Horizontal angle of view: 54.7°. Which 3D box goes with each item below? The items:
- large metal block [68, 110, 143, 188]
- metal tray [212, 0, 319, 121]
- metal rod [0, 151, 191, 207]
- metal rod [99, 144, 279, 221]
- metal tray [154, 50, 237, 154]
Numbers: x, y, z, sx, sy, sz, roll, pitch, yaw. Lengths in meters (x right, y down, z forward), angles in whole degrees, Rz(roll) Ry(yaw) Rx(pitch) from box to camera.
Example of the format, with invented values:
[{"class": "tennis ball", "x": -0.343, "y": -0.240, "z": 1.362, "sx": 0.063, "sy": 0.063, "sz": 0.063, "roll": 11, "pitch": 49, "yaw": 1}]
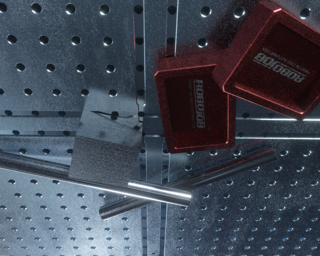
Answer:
[{"class": "large metal block", "x": -0.073, "y": 0.030, "z": 0.420, "sx": 0.081, "sy": 0.050, "sz": 0.079, "roll": 13, "pitch": 129, "yaw": -11}, {"class": "metal tray", "x": 0.132, "y": -0.065, "z": 0.330, "sx": 0.131, "sy": 0.030, "sz": 0.089, "roll": 16, "pitch": 121, "yaw": -28}, {"class": "metal rod", "x": -0.103, "y": 0.074, "z": 0.455, "sx": 0.302, "sy": 0.025, "sz": 0.025, "roll": 13, "pitch": 129, "yaw": -5}, {"class": "metal rod", "x": 0.033, "y": 0.091, "z": 0.489, "sx": 0.300, "sy": 0.025, "sz": 0.025, "roll": -23, "pitch": 127, "yaw": 18}, {"class": "metal tray", "x": 0.047, "y": -0.027, "z": 0.386, "sx": 0.091, "sy": 0.030, "sz": 0.129, "roll": -6, "pitch": 130, "yaw": 5}]
